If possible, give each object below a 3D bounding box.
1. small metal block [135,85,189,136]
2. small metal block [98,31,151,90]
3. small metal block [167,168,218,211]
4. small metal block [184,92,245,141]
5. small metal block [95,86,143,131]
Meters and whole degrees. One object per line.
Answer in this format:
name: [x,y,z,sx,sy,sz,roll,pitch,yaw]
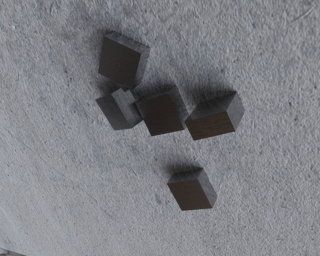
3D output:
small metal block: [0.005,-0.021,0.392,0.050,0.025,0.050,-12,112,33]
small metal block: [-0.044,-0.083,0.379,0.050,0.025,0.050,27,128,11]
small metal block: [0.046,0.088,0.437,0.050,0.025,0.050,-16,111,34]
small metal block: [0.063,-0.013,0.349,0.050,0.050,0.025,-15,110,34]
small metal block: [-0.053,-0.026,0.408,0.050,0.025,0.050,-6,118,55]
